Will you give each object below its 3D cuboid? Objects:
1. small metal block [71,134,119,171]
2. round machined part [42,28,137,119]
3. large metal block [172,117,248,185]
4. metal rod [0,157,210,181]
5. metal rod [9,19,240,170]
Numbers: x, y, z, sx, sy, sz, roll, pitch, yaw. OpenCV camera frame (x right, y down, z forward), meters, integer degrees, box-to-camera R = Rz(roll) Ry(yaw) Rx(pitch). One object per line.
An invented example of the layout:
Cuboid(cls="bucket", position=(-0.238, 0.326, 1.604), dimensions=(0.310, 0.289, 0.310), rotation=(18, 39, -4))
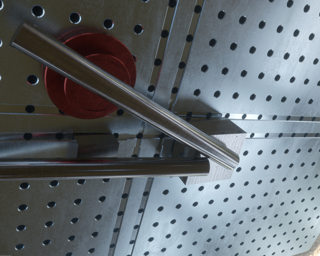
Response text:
Cuboid(cls="small metal block", position=(-0.083, 0.035, 0.389), dimensions=(0.050, 0.025, 0.050), rotation=(-1, 119, -29))
Cuboid(cls="round machined part", position=(-0.071, -0.052, 0.330), dimensions=(0.099, 0.042, 0.097), rotation=(-14, 125, -21))
Cuboid(cls="large metal block", position=(0.068, 0.032, 0.450), dimensions=(0.081, 0.050, 0.079), rotation=(-2, 120, -28))
Cuboid(cls="metal rod", position=(-0.084, 0.047, 0.360), dimensions=(0.302, 0.025, 0.025), rotation=(2, 118, -18))
Cuboid(cls="metal rod", position=(-0.008, -0.016, 0.336), dimensions=(0.301, 0.025, 0.025), rotation=(30, 102, -35))
